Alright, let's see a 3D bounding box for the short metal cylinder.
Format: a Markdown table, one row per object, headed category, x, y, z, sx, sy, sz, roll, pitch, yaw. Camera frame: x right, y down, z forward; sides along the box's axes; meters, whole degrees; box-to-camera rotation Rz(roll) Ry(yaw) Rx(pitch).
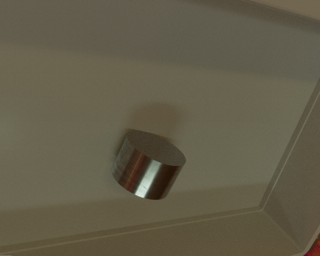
| category | x | y | z | sx | sy | sz | roll | pitch | yaw |
| --- | --- | --- | --- | --- | --- | --- | --- | --- | --- |
| short metal cylinder | -0.014 | 0.045 | 0.392 | 0.081 | 0.080 | 0.050 | 14 | 111 | -34 |
